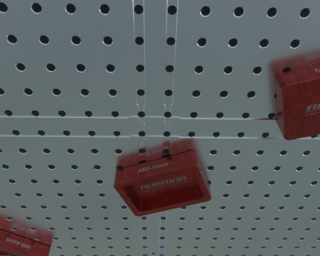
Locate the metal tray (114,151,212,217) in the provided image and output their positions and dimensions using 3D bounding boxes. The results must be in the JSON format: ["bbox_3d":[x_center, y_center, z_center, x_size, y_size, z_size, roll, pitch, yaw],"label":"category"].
[{"bbox_3d":[0.006,0.090,0.485,0.130,0.030,0.090,-16,129,12],"label":"metal tray"}]

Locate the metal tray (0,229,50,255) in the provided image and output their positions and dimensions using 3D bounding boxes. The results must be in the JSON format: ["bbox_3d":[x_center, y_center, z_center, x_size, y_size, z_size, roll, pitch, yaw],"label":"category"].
[{"bbox_3d":[-0.300,0.247,0.614,0.130,0.030,0.090,32,123,-25],"label":"metal tray"}]

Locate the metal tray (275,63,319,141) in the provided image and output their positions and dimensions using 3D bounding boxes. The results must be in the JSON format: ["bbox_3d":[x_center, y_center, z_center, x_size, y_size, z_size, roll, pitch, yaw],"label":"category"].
[{"bbox_3d":[0.214,-0.038,0.379,0.131,0.030,0.090,-13,129,10],"label":"metal tray"}]
